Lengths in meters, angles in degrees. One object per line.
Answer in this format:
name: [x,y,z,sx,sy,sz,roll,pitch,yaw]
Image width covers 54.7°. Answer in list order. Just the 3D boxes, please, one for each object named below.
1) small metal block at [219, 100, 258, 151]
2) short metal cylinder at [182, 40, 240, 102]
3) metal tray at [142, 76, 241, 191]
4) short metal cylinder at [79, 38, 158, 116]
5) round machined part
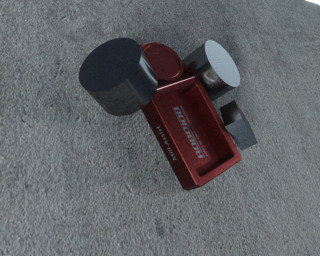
small metal block: [0.112,-0.004,0.445,0.050,0.025,0.050,51,21,-27]
short metal cylinder: [0.076,-0.084,0.468,0.080,0.050,0.080,27,47,-33]
metal tray: [0.041,0.004,0.407,0.091,0.030,0.130,-24,84,-37]
short metal cylinder: [-0.049,-0.061,0.373,0.050,0.080,0.080,54,32,-51]
round machined part: [-0.006,-0.083,0.443,0.099,0.042,0.098,14,56,-21]
